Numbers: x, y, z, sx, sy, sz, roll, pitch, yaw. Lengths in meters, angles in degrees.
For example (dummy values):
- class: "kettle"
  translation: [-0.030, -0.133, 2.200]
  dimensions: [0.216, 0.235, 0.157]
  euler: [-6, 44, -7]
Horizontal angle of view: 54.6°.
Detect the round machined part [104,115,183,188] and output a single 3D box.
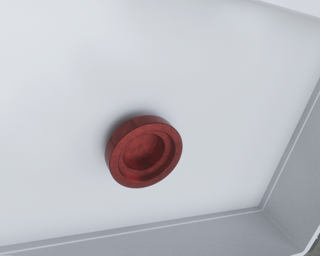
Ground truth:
- class: "round machined part"
  translation: [-0.024, 0.026, 0.400]
  dimensions: [0.099, 0.042, 0.097]
  euler: [-14, 124, -21]
